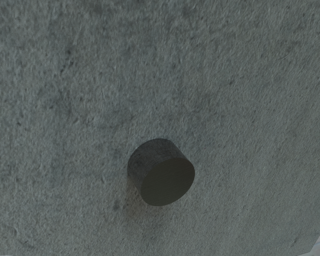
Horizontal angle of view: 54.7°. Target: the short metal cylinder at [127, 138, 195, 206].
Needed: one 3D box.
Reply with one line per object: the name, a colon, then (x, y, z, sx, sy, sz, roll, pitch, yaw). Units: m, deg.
short metal cylinder: (0.001, 0.061, 0.431, 0.081, 0.050, 0.079, -14, 124, -21)
